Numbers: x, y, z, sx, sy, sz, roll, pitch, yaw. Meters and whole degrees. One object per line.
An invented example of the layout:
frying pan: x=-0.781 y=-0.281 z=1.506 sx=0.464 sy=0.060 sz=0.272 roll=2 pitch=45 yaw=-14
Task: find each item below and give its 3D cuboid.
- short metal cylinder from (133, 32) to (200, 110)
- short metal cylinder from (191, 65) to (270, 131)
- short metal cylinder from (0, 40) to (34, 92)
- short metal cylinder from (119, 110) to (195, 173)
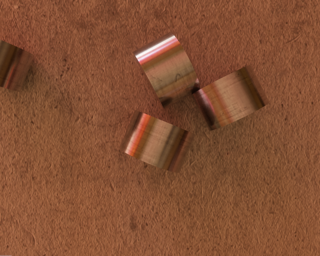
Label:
short metal cylinder: x=0.008 y=-0.070 z=0.382 sx=0.050 sy=0.080 sz=0.080 roll=-29 pitch=90 yaw=0
short metal cylinder: x=0.086 y=-0.037 z=0.383 sx=0.080 sy=0.080 sz=0.050 roll=-27 pitch=90 yaw=0
short metal cylinder: x=-0.204 y=-0.082 z=0.381 sx=0.080 sy=0.080 sz=0.050 roll=20 pitch=90 yaw=0
short metal cylinder: x=-0.003 y=0.016 z=0.382 sx=0.080 sy=0.080 sz=0.050 roll=22 pitch=90 yaw=0
